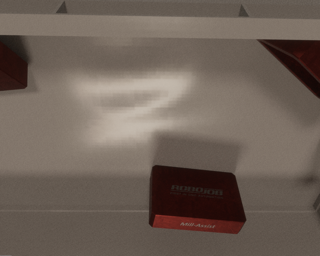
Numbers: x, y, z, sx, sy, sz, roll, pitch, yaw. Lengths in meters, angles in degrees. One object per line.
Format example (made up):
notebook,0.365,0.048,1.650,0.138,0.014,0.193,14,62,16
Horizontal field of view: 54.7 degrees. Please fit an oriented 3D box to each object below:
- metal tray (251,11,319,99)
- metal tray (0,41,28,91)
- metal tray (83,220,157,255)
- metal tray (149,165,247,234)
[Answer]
metal tray,0.162,-0.060,0.314,0.130,0.090,0.030,32,108,-25
metal tray,-0.219,-0.063,0.316,0.131,0.030,0.090,-5,168,3
metal tray,-0.071,0.212,0.588,0.131,0.030,0.089,0,130,-1
metal tray,0.051,0.103,0.455,0.131,0.090,0.030,7,130,-6
